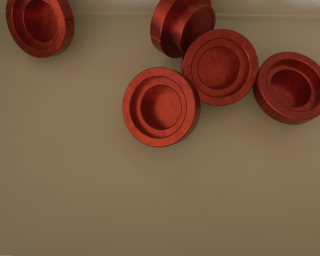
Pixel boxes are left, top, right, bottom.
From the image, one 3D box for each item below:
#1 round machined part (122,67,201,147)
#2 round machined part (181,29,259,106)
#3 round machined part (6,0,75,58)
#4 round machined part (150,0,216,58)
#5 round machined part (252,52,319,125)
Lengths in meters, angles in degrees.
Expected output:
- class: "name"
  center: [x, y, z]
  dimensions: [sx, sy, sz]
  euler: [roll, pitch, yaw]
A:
- class: "round machined part"
  center: [0.005, -0.026, 0.395]
  dimensions: [0.098, 0.042, 0.097]
  euler: [1, 93, 24]
- class: "round machined part"
  center: [0.077, -0.080, 0.416]
  dimensions: [0.099, 0.042, 0.097]
  euler: [-1, 102, -4]
- class: "round machined part"
  center: [-0.161, -0.151, 0.435]
  dimensions: [0.098, 0.097, 0.042]
  euler: [28, 28, 9]
- class: "round machined part"
  center: [0.037, -0.139, 0.418]
  dimensions: [0.098, 0.098, 0.042]
  euler: [-42, 59, -14]
- class: "round machined part"
  center: [0.172, -0.050, 0.417]
  dimensions: [0.099, 0.042, 0.098]
  euler: [2, 71, -6]
